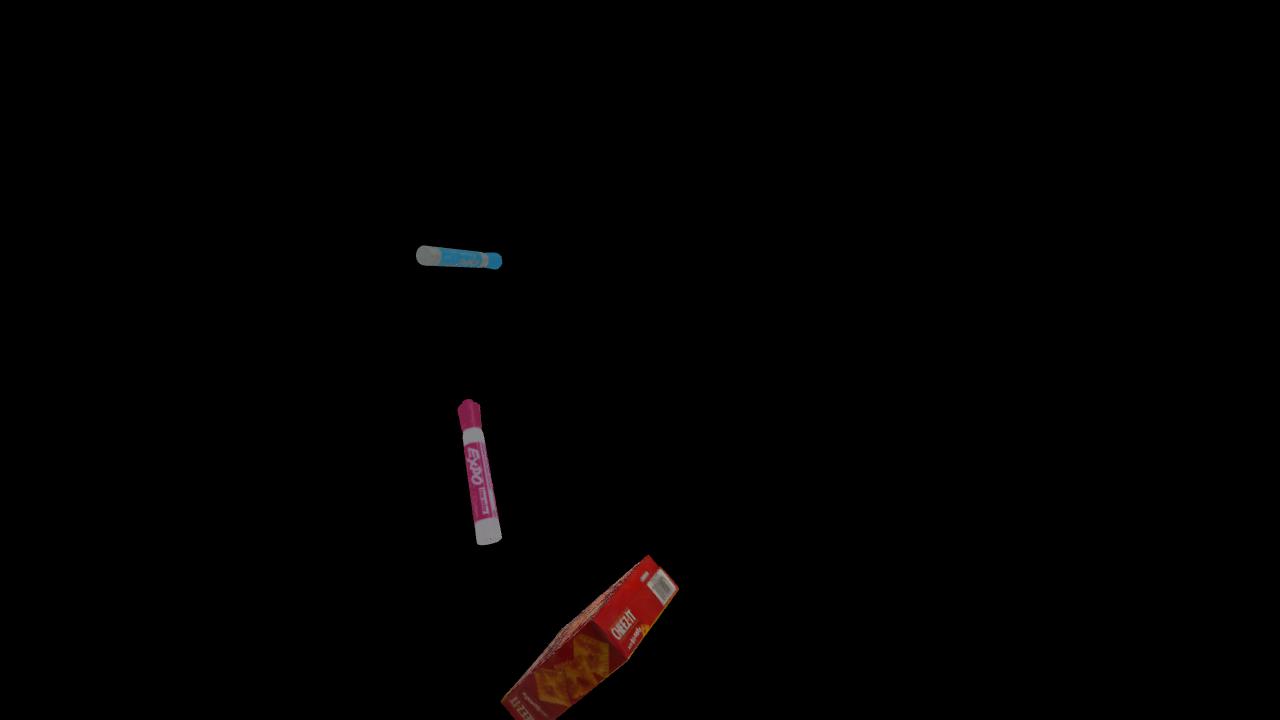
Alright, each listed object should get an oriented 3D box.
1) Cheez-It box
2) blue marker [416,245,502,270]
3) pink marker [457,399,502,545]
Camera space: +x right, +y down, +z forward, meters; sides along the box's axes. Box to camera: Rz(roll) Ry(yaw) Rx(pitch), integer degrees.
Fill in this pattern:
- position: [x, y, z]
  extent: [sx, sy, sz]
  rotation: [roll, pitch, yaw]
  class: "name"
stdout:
- position: [-0.065, 0.380, 0.826]
  extent: [0.223, 0.071, 0.166]
  rotation: [-49, -11, 26]
  class: "Cheez-It box"
- position: [-0.181, -0.104, 0.633]
  extent: [0.020, 0.020, 0.121]
  rotation: [0, 6, 22]
  class: "blue marker"
- position: [-0.130, 0.086, 0.492]
  extent: [0.020, 0.121, 0.020]
  rotation: [-14, -27, -7]
  class: "pink marker"
